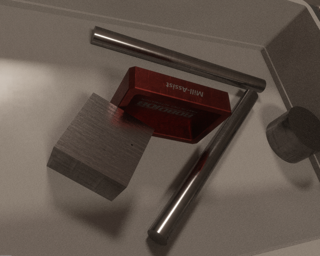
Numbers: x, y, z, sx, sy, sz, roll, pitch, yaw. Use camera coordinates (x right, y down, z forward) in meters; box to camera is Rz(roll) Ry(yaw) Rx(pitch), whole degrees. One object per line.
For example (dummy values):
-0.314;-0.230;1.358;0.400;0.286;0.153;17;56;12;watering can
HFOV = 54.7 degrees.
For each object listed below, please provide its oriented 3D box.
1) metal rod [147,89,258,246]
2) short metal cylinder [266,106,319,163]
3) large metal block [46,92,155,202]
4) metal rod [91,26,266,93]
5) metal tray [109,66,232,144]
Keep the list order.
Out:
0.075;0.032;0.428;0.025;0.025;0.301;42;51;0;metal rod
0.223;0.011;0.506;0.081;0.050;0.080;14;56;-21;short metal cylinder
-0.064;0.021;0.343;0.080;0.050;0.080;31;51;-8;large metal block
0.043;-0.103;0.493;0.302;0.025;0.025;12;57;-22;metal rod
0.010;-0.022;0.383;0.131;0.090;0.030;12;57;-22;metal tray
